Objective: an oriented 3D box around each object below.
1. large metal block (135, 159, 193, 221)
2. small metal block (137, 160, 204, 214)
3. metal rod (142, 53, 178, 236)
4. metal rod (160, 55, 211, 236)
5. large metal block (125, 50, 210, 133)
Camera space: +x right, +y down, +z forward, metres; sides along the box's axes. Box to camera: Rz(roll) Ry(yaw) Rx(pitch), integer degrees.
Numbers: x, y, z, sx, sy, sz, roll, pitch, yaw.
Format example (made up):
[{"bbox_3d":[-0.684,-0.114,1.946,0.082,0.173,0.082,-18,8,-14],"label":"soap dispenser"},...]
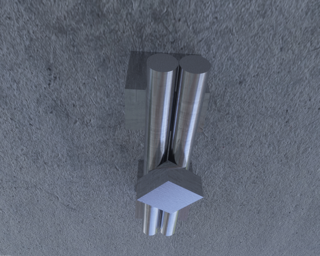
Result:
[{"bbox_3d":[0.005,0.096,0.473,0.081,0.050,0.079,4,130,-4],"label":"large metal block"},{"bbox_3d":[0.010,0.066,0.336,0.050,0.025,0.050,30,130,-30],"label":"small metal block"},{"bbox_3d":[-0.006,0.049,0.354,0.025,0.025,0.298,2,137,-2],"label":"metal rod"},{"bbox_3d":[0.020,0.050,0.356,0.025,0.025,0.298,2,137,-2],"label":"metal rod"},{"bbox_3d":[0.006,-0.042,0.338,0.081,0.080,0.050,3,130,-3],"label":"large metal block"}]
